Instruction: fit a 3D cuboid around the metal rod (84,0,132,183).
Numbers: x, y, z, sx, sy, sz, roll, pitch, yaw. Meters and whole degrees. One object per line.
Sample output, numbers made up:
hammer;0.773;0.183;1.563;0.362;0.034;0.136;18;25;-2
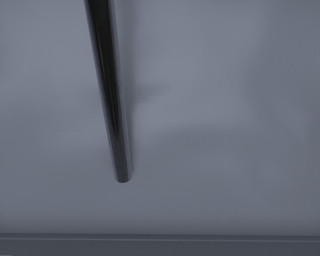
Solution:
metal rod;-0.051;-0.036;0.330;0.025;0.025;0.298;0;136;0
